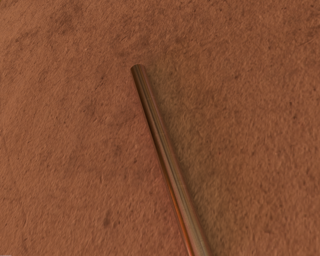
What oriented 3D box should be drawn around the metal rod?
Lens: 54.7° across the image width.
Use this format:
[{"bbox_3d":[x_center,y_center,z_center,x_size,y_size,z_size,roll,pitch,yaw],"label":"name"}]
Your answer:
[{"bbox_3d":[0.005,0.025,0.384,0.025,0.025,0.299,-27,52,11],"label":"metal rod"}]
